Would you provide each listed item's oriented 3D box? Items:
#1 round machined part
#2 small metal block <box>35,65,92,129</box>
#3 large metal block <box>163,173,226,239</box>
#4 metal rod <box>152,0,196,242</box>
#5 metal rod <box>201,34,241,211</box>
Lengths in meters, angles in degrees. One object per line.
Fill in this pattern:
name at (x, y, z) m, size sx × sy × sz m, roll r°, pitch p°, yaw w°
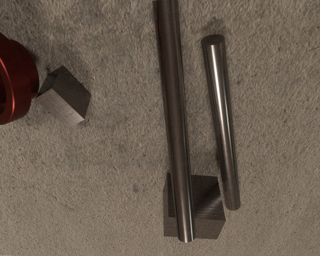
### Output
round machined part at (-0.167, -0.056, 0.326) m, size 0.098 × 0.042 × 0.097 m, roll 16°, pitch 120°, yaw 29°
small metal block at (-0.109, -0.036, 0.358) m, size 0.025 × 0.050 × 0.050 m, roll -26°, pitch 126°, yaw 20°
large metal block at (0.048, 0.118, 0.473) m, size 0.081 × 0.080 × 0.050 m, roll 5°, pitch 130°, yaw -5°
metal rod at (0.021, 0.010, 0.361) m, size 0.025 × 0.025 × 0.298 m, roll -5°, pitch 113°, yaw 4°
metal rod at (0.089, 0.017, 0.422) m, size 0.025 × 0.025 × 0.299 m, roll -10°, pitch 130°, yaw 8°
